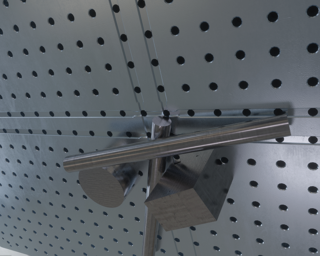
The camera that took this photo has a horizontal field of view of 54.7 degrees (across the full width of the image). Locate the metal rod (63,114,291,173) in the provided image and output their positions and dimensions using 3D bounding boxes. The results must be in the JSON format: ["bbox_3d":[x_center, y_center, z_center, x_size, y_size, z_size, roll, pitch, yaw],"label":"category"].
[{"bbox_3d":[0.004,0.025,0.393,0.300,0.025,0.025,-12,113,22],"label":"metal rod"}]

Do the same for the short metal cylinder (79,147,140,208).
[{"bbox_3d":[-0.078,0.077,0.484,0.080,0.050,0.079,13,124,21],"label":"short metal cylinder"}]

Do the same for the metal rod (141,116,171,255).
[{"bbox_3d":[-0.010,0.114,0.486,0.025,0.025,0.298,18,126,18],"label":"metal rod"}]

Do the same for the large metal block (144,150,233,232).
[{"bbox_3d":[0.039,0.082,0.406,0.080,0.080,0.050,-26,104,37],"label":"large metal block"}]
